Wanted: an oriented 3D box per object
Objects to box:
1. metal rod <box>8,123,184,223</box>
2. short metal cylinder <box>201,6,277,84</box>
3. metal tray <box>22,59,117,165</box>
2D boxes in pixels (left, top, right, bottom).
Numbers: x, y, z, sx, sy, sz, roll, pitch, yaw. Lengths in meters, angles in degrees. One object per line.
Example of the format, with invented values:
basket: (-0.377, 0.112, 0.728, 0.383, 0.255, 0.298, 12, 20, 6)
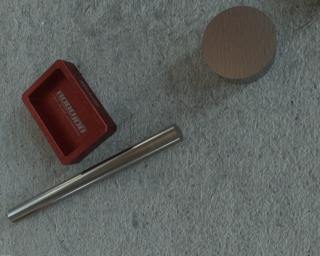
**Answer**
metal rod: (-0.103, 0.072, 0.445, 0.300, 0.025, 0.025, -28, 81, 17)
short metal cylinder: (0.094, -0.094, 0.363, 0.080, 0.050, 0.080, 0, 90, 20)
metal tray: (-0.134, -0.023, 0.453, 0.090, 0.030, 0.130, -39, 78, 15)
